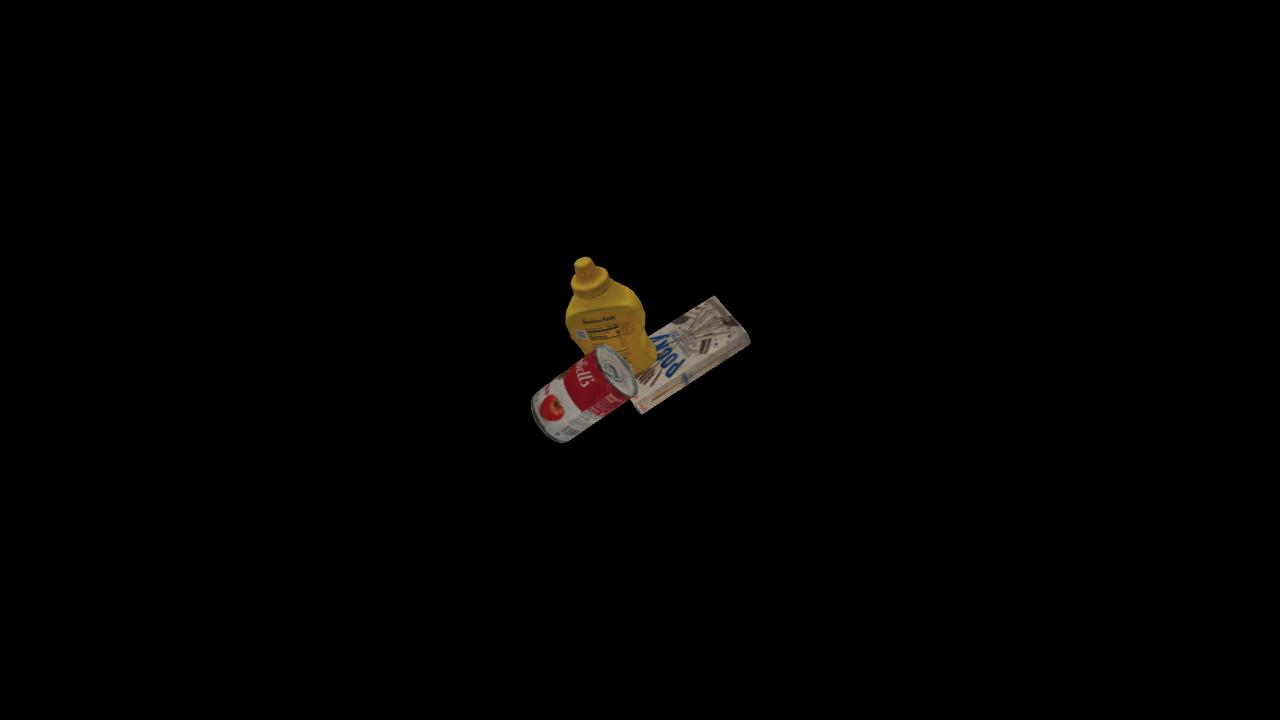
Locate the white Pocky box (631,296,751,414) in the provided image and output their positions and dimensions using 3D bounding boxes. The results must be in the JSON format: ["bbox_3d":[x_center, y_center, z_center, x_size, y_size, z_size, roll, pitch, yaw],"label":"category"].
[{"bbox_3d":[0.046,-0.008,0.728,0.154,0.084,0.028,-33,-44,0],"label":"white Pocky box"}]

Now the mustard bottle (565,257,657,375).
[{"bbox_3d":[-0.036,-0.039,0.696,0.092,0.054,0.184,-5,-46,17],"label":"mustard bottle"}]

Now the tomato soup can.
[{"bbox_3d":[-0.061,0.038,0.670,0.101,0.068,0.068,-36,-14,21],"label":"tomato soup can"}]
